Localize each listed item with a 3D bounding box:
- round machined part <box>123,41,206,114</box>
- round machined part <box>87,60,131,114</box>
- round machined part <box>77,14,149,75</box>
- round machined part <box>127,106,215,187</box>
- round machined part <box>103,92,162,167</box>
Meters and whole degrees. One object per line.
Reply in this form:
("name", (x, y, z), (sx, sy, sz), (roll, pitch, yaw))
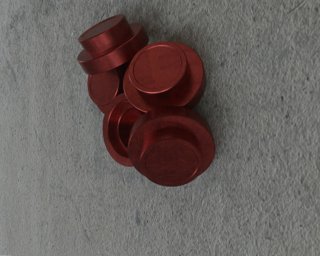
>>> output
("round machined part", (0.002, -0.061, 0.363), (0.098, 0.042, 0.098), (-6, 66, 14))
("round machined part", (-0.068, -0.065, 0.451), (0.098, 0.042, 0.097), (0, 90, 39))
("round machined part", (-0.068, -0.116, 0.411), (0.098, 0.098, 0.042), (1, 133, 39))
("round machined part", (0.013, 0.027, 0.347), (0.097, 0.098, 0.042), (-50, 20, 28))
("round machined part", (-0.029, 0.001, 0.417), (0.098, 0.042, 0.097), (0, 90, 39))
